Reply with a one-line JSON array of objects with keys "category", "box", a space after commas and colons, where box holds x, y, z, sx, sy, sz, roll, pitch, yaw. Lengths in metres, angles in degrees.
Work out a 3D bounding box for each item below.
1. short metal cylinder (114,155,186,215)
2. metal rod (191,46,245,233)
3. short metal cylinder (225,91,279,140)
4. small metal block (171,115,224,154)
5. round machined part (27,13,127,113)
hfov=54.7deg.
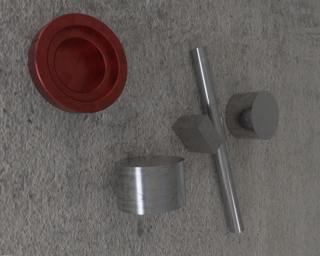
[{"category": "short metal cylinder", "box": [-0.011, 0.063, 0.360, 0.081, 0.080, 0.050, -6, 94, -40]}, {"category": "metal rod", "box": [0.092, 0.025, 0.481, 0.025, 0.025, 0.298, -23, 105, -38]}, {"category": "short metal cylinder", "box": [0.155, -0.021, 0.518, 0.081, 0.050, 0.079, 0, 90, -40]}, {"category": "small metal block", "box": [0.052, 0.009, 0.432, 0.025, 0.050, 0.050, -51, 120, -28]}, {"category": "round machined part", "box": [-0.086, -0.064, 0.321, 0.099, 0.042, 0.097, 0, 90, -40]}]
